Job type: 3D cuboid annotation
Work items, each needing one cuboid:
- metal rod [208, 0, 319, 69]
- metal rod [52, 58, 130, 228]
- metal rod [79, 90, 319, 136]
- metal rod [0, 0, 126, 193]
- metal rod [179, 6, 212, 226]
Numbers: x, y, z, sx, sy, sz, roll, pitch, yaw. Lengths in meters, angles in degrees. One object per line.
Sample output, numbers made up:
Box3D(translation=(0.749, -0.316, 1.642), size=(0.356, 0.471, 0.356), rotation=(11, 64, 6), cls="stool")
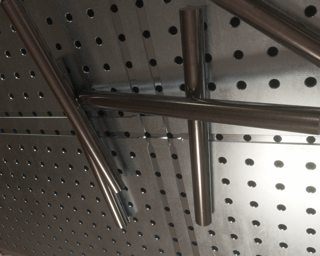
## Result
Box3D(translation=(0.055, -0.134, 0.298), size=(0.301, 0.025, 0.025), rotation=(34, 129, 5), cls="metal rod")
Box3D(translation=(-0.106, 0.038, 0.488), size=(0.025, 0.025, 0.298), rotation=(-3, 117, 29), cls="metal rod")
Box3D(translation=(0.018, -0.024, 0.355), size=(0.300, 0.025, 0.025), rotation=(8, 123, 34), cls="metal rod")
Box3D(translation=(-0.122, -0.029, 0.430), size=(0.025, 0.025, 0.299), rotation=(-8, 119, 31), cls="metal rod")
Box3D(translation=(0.048, 0.007, 0.388), size=(0.025, 0.025, 0.298), rotation=(7, 122, 24), cls="metal rod")
